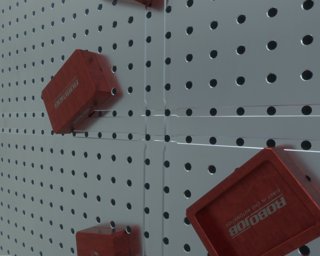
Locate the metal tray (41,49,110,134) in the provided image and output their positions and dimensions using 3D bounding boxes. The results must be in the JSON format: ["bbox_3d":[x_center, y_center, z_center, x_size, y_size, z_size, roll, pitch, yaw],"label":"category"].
[{"bbox_3d":[-0.147,-0.058,0.524,0.130,0.030,0.090,-37,68,33],"label":"metal tray"}]

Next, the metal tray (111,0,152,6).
[{"bbox_3d":[-0.058,-0.234,0.451,0.130,0.030,0.089,26,106,36],"label":"metal tray"}]

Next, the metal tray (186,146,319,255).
[{"bbox_3d":[0.098,0.091,0.324,0.129,0.030,0.090,-47,63,29],"label":"metal tray"}]

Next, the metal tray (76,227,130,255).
[{"bbox_3d":[-0.084,0.223,0.473,0.090,0.030,0.129,-12,83,39],"label":"metal tray"}]
